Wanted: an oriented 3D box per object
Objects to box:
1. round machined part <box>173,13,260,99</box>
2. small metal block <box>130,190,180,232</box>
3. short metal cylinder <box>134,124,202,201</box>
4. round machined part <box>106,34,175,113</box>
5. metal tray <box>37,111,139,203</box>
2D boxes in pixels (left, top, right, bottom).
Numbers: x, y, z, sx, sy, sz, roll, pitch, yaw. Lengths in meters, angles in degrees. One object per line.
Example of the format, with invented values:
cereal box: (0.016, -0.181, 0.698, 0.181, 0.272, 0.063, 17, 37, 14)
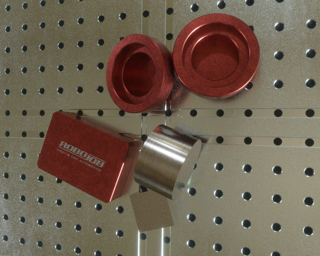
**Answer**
round machined part: (0.066, -0.083, 0.373, 0.099, 0.042, 0.097, -1, 86, 8)
small metal block: (-0.007, 0.107, 0.414, 0.050, 0.025, 0.050, -17, 84, 18)
short metal cylinder: (0.011, 0.041, 0.379, 0.050, 0.080, 0.080, 23, 98, 18)
round machined part: (-0.021, -0.068, 0.400, 0.098, 0.042, 0.097, 3, 95, 37)
metal tray: (-0.106, 0.039, 0.446, 0.130, 0.030, 0.089, 22, 97, 18)
